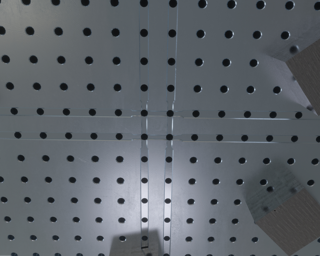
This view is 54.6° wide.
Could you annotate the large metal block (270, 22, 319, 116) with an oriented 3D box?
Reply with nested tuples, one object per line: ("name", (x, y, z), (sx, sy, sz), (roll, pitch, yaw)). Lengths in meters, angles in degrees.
("large metal block", (0.197, -0.075, 0.374), (0.080, 0.050, 0.080), (-35, 107, 12))

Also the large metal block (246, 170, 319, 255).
("large metal block", (0.186, 0.122, 0.446), (0.080, 0.050, 0.080), (-41, 105, 13))

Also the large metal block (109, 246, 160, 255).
("large metal block", (-0.035, 0.242, 0.489), (0.080, 0.050, 0.080), (-10, 110, 3))
